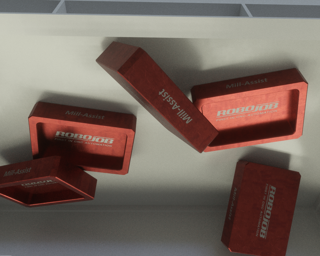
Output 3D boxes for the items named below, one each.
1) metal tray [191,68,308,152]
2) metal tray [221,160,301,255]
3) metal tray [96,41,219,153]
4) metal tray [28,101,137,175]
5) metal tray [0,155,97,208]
[{"bbox_3d":[0.110,-0.019,0.391,0.131,0.030,0.090,-9,130,7],"label":"metal tray"},{"bbox_3d":[0.150,0.119,0.459,0.091,0.030,0.129,12,88,-11],"label":"metal tray"},{"bbox_3d":[-0.003,-0.034,0.336,0.030,0.090,0.130,-48,121,-3],"label":"metal tray"},{"bbox_3d":[-0.102,0.017,0.418,0.131,0.030,0.089,8,130,-7],"label":"metal tray"},{"bbox_3d":[-0.169,0.080,0.443,0.130,0.030,0.090,-12,145,22],"label":"metal tray"}]
